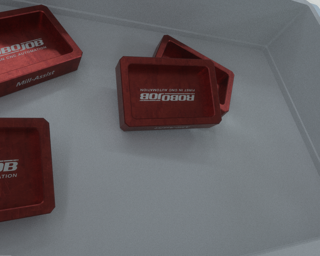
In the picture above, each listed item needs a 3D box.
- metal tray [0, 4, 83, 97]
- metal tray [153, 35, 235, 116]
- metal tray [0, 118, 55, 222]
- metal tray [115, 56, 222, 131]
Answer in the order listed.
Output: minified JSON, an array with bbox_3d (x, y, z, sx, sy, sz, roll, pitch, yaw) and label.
[{"bbox_3d":[-0.172,-0.093,0.366,0.131,0.030,0.090,-32,79,-38],"label":"metal tray"},{"bbox_3d":[0.047,-0.077,0.474,0.131,0.030,0.090,27,52,-12],"label":"metal tray"},{"bbox_3d":[-0.163,0.038,0.265,0.131,0.030,0.090,-1,80,-37],"label":"metal tray"},{"bbox_3d":[0.012,-0.044,0.407,0.131,0.030,0.090,-2,79,-19],"label":"metal tray"}]
